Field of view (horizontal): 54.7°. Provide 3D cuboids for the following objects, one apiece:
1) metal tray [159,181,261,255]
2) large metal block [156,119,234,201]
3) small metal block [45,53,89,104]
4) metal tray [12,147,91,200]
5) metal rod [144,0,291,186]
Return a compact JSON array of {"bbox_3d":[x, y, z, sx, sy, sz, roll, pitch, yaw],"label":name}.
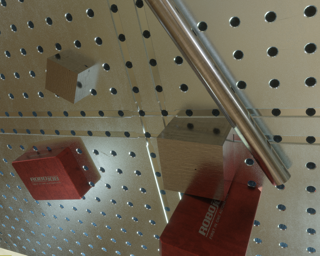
[{"bbox_3d":[0.065,0.114,0.378,0.090,0.131,0.030,13,124,21],"label":"metal tray"},{"bbox_3d":[0.047,0.038,0.393,0.080,0.050,0.079,6,121,24],"label":"large metal block"},{"bbox_3d":[-0.131,-0.070,0.435,0.050,0.025,0.050,28,128,10],"label":"small metal block"},{"bbox_3d":[-0.199,0.087,0.564,0.130,0.030,0.090,-9,114,31],"label":"metal tray"},{"bbox_3d":[0.057,-0.057,0.344,0.025,0.025,0.299,-29,103,37],"label":"metal rod"}]
